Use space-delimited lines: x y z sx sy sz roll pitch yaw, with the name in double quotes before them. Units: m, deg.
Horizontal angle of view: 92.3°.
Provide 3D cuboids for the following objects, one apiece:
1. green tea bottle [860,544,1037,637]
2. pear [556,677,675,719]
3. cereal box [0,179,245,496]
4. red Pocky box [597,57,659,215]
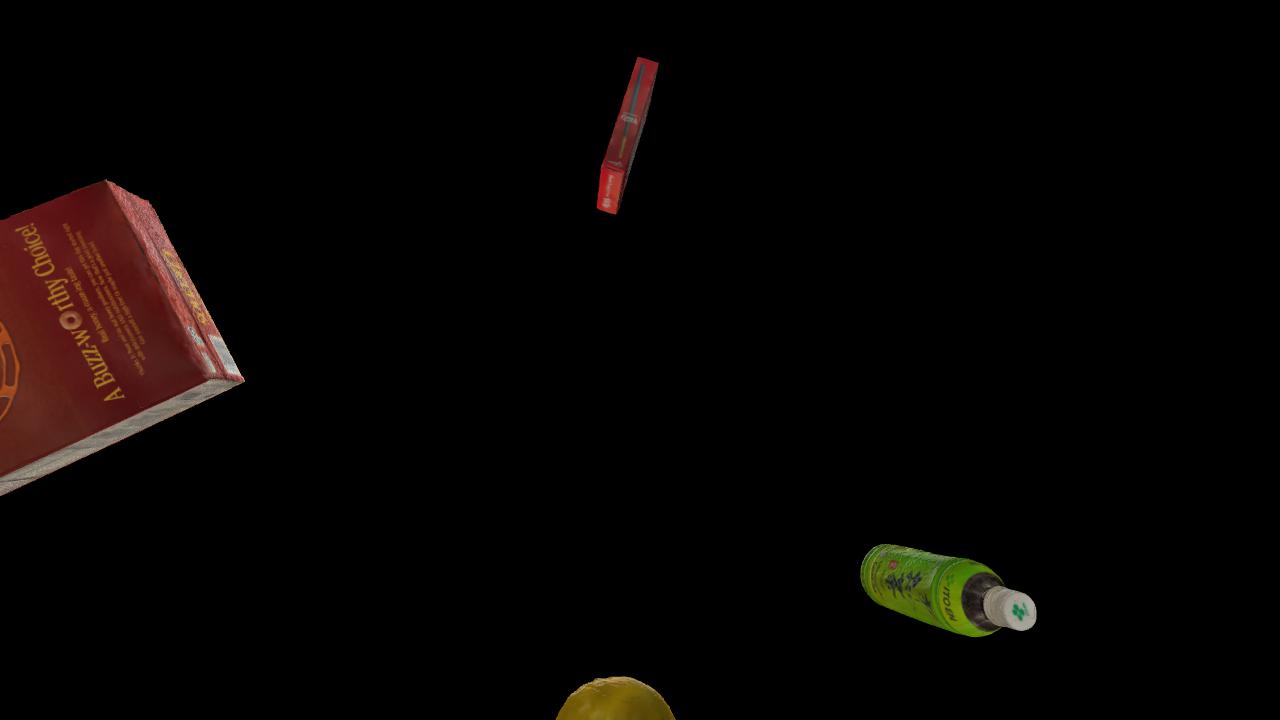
"green tea bottle" 0.299 0.227 0.607 0.073 0.073 0.212 0 -10 -10
"pear" -0.026 0.231 0.333 0.080 0.111 0.080 31 15 -10
"cereal box" -0.556 0.000 0.540 0.306 0.203 0.081 -28 0 -11
"red Pocky box" -0.015 -0.250 0.687 0.028 0.155 0.083 16 -20 -4
